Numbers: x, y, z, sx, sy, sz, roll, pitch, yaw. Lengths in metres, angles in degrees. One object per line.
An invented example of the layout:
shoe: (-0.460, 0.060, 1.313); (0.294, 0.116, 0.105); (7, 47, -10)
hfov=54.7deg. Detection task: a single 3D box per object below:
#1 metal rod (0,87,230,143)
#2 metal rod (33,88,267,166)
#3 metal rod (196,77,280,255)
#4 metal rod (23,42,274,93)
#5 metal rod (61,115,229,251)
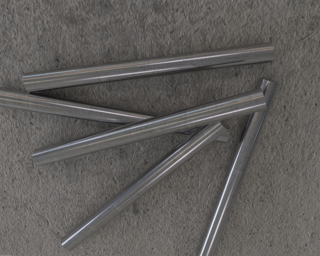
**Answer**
metal rod: (-0.060, -0.016, 0.403); (0.302, 0.025, 0.025); (9, 110, -4)
metal rod: (-0.025, 0.004, 0.383); (0.301, 0.025, 0.025); (-14, 110, 16)
metal rod: (0.102, 0.076, 0.438); (0.025, 0.025, 0.298); (13, 110, -5)
metal rod: (-0.015, -0.074, 0.381); (0.302, 0.025, 0.025); (-7, 110, 2)
metal rod: (-0.033, 0.084, 0.425); (0.299, 0.025, 0.025); (-41, 106, 19)
